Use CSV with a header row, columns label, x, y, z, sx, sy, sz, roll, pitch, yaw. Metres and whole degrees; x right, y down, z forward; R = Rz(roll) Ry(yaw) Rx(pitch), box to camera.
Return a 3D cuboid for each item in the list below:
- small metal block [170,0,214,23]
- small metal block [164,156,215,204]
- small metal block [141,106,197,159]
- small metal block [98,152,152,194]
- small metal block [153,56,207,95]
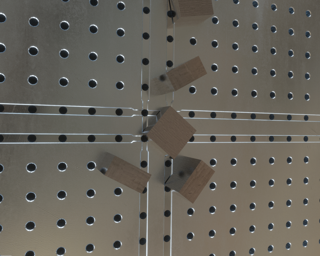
label,x,y,z,sx,sy,sz,roll,pitch,yaw
small metal block,0.042,-0.176,0.428,0.050,0.025,0.050,-12,94,-20
small metal block,0.038,0.067,0.413,0.025,0.050,0.050,41,77,-16
small metal block,0.012,0.006,0.417,0.050,0.025,0.050,42,77,-15
small metal block,-0.045,0.054,0.383,0.050,0.050,0.025,30,80,-18
small metal block,0.025,-0.068,0.408,0.050,0.050,0.025,-30,100,-17
